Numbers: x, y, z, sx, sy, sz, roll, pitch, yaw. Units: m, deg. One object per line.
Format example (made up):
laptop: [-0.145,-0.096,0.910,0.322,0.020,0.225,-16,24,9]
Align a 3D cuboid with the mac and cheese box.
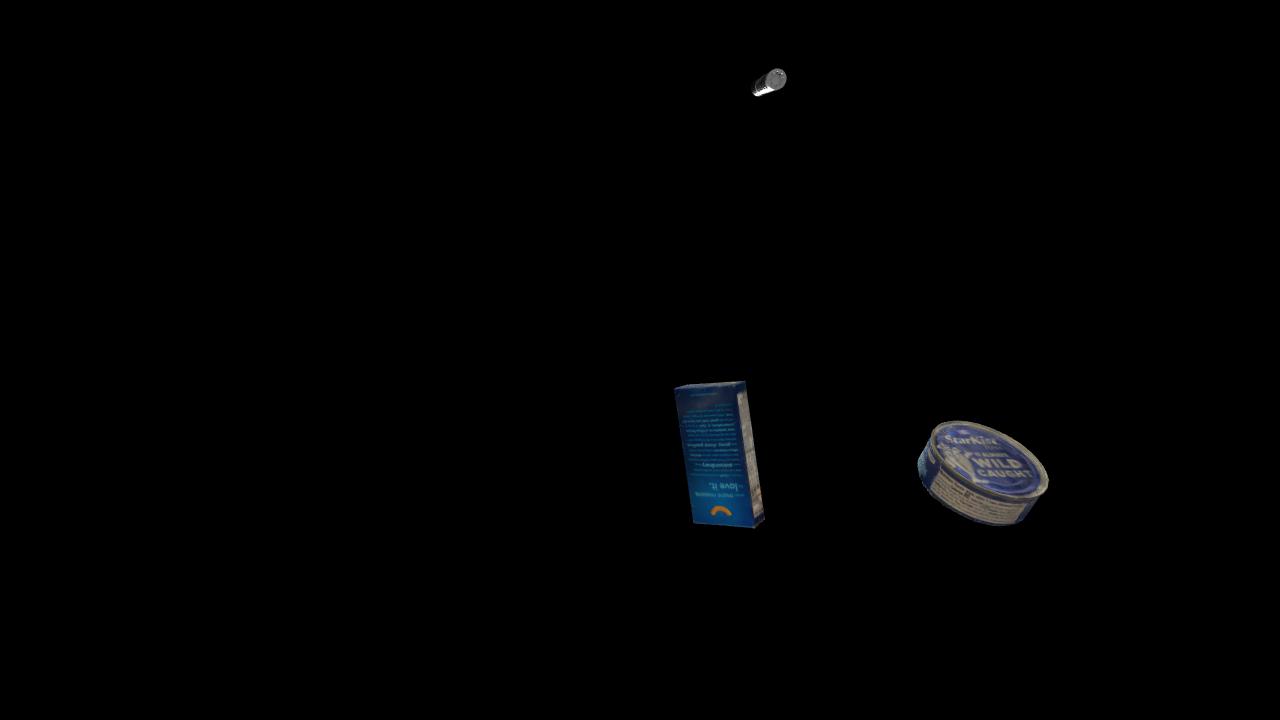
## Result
mac and cheese box: [0.103,0.122,0.806,0.093,0.184,0.041,-6,4,34]

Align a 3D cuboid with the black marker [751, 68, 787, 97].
black marker: [0.133,-0.288,0.642,0.020,0.020,0.121,0,20,2]

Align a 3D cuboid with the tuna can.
tuna can: [0.261,0.086,0.472,0.084,0.034,0.084,7,34,-5]
